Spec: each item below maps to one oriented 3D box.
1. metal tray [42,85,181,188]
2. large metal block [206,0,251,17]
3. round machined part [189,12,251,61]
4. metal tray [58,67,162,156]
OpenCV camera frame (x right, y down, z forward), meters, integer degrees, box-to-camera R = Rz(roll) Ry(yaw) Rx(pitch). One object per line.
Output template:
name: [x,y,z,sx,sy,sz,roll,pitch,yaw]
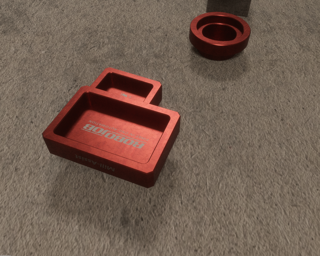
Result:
metal tray: [-0.052,0.005,0.355,0.130,0.030,0.090,17,52,13]
large metal block: [0.139,-0.269,0.615,0.080,0.050,0.080,9,51,7]
round machined part: [0.098,-0.150,0.520,0.099,0.042,0.098,0,50,0]
metal tray: [-0.063,-0.022,0.417,0.090,0.030,0.130,19,52,15]
